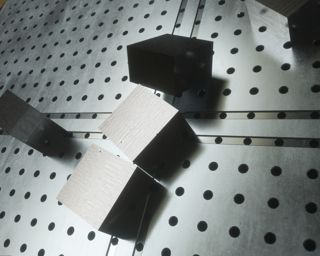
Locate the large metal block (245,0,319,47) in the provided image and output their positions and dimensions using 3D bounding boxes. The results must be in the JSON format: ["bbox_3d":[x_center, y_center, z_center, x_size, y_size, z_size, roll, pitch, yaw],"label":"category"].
[{"bbox_3d":[0.171,-0.167,0.405,0.080,0.050,0.080,-39,51,2],"label":"large metal block"}]

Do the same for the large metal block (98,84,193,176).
[{"bbox_3d":[-0.019,0.001,0.402,0.080,0.050,0.080,-48,51,-5],"label":"large metal block"}]

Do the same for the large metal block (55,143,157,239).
[{"bbox_3d":[-0.066,0.076,0.381,0.080,0.050,0.080,21,73,36],"label":"large metal block"}]

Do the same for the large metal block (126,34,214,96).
[{"bbox_3d":[0.014,-0.088,0.416,0.080,0.050,0.081,23,38,36],"label":"large metal block"}]

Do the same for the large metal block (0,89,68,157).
[{"bbox_3d":[-0.209,-0.008,0.489,0.080,0.080,0.050,27,77,37],"label":"large metal block"}]
